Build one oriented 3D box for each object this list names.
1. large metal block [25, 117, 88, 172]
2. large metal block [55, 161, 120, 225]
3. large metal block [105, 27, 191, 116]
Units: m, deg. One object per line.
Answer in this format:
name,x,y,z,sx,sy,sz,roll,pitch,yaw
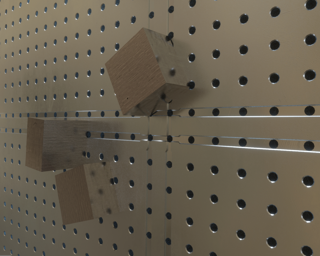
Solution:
large metal block,-0.171,0.025,0.517,0.050,0.081,0.080,8,95,40
large metal block,-0.116,0.103,0.491,0.080,0.050,0.080,-22,76,38
large metal block,-0.018,-0.070,0.409,0.080,0.050,0.080,-33,70,35
